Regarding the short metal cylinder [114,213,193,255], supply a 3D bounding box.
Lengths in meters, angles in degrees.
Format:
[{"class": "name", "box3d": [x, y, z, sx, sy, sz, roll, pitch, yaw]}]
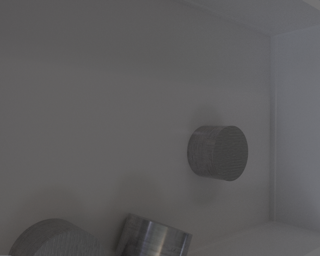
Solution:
[{"class": "short metal cylinder", "box3d": [-0.007, 0.138, 0.365, 0.080, 0.080, 0.050, 30, 71, -36]}]

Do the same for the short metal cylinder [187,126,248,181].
[{"class": "short metal cylinder", "box3d": [0.087, 0.036, 0.463, 0.081, 0.050, 0.080, 0, 90, -40]}]

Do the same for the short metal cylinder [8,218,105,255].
[{"class": "short metal cylinder", "box3d": [-0.102, 0.135, 0.305, 0.081, 0.050, 0.080, 0, 90, -40]}]
